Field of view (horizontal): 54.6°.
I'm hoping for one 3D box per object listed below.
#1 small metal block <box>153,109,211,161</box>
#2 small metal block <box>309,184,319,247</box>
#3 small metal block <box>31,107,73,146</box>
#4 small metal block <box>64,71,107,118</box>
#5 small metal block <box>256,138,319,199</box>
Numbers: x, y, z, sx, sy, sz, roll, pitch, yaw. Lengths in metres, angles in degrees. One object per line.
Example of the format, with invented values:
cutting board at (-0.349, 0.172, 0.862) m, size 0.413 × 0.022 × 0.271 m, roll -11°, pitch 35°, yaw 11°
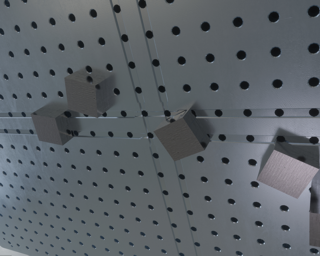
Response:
small metal block at (0.029, 0.010, 0.403) m, size 0.050 × 0.025 × 0.050 m, roll -26°, pitch 105°, yaw 37°
small metal block at (0.188, 0.101, 0.359) m, size 0.025 × 0.050 × 0.050 m, roll 1°, pitch 119°, yaw 28°
small metal block at (-0.175, -0.003, 0.503) m, size 0.050 × 0.025 × 0.050 m, roll 9°, pitch 122°, yaw 23°
small metal block at (-0.104, -0.047, 0.438) m, size 0.050 × 0.025 × 0.050 m, roll 16°, pitch 125°, yaw 19°
small metal block at (0.149, 0.048, 0.362) m, size 0.050 × 0.025 × 0.050 m, roll 25°, pitch 127°, yaw 13°
